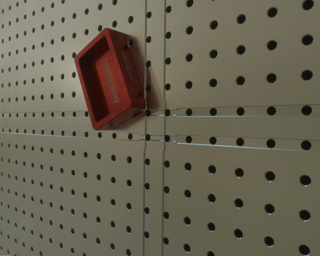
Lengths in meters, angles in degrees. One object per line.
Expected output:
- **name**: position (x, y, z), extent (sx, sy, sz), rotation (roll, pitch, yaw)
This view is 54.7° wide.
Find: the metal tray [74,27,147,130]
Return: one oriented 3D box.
- **metal tray**: position (-0.078, -0.071, 0.468), extent (0.090, 0.030, 0.129), rotation (-29, 72, 36)
